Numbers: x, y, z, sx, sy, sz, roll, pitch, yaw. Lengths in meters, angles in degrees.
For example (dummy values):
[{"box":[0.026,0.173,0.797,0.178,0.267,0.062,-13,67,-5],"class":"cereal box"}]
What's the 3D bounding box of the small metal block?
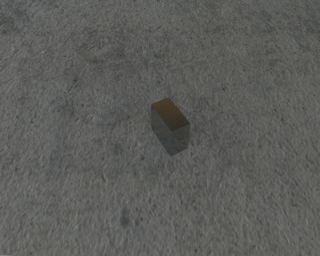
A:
[{"box":[0.012,-0.001,0.388,0.025,0.050,0.050,-23,54,-18],"class":"small metal block"}]
